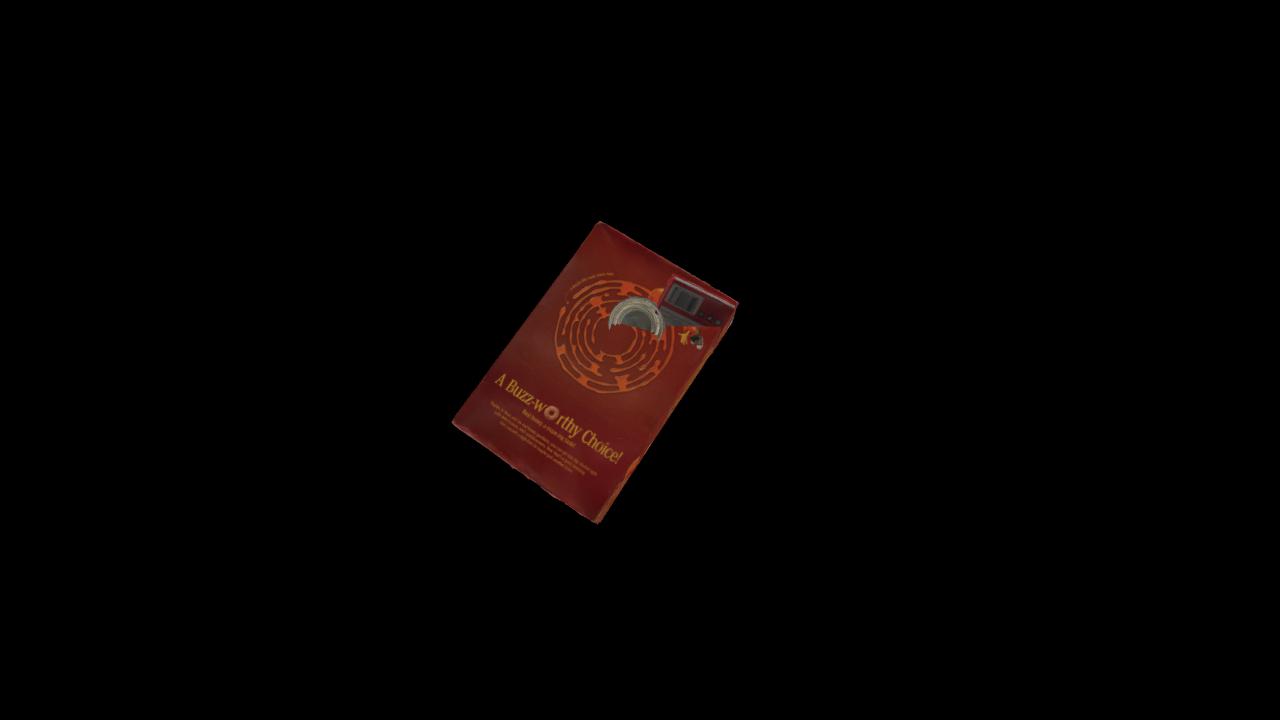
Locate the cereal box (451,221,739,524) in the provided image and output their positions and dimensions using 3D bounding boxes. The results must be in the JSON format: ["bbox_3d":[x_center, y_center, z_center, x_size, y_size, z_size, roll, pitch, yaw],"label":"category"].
[{"bbox_3d":[-0.047,0.009,0.734,0.203,0.306,0.081,32,-12,10],"label":"cereal box"}]

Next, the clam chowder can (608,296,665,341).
[{"bbox_3d":[0.000,-0.044,0.751,0.068,0.068,0.102,0,4,7],"label":"clam chowder can"}]

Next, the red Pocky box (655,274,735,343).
[{"bbox_3d":[0.039,-0.018,0.730,0.083,0.155,0.028,25,24,-11],"label":"red Pocky box"}]
